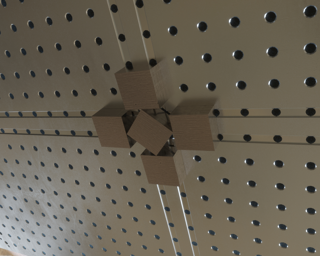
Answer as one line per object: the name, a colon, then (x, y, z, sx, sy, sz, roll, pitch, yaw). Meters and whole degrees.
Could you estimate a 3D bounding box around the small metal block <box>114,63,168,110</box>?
small metal block: (-0.023, -0.051, 0.390, 0.050, 0.025, 0.050, -1, 118, 28)

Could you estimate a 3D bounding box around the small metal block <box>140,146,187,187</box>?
small metal block: (0.006, 0.054, 0.440, 0.050, 0.025, 0.050, 0, 119, 27)

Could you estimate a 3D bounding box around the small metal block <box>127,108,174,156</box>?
small metal block: (-0.009, 0.001, 0.415, 0.050, 0.025, 0.050, 36, 129, 3)

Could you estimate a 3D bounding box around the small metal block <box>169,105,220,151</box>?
small metal block: (0.044, 0.000, 0.387, 0.050, 0.025, 0.050, 0, 119, 28)

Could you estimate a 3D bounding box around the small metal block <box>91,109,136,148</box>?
small metal block: (-0.063, 0.000, 0.443, 0.050, 0.025, 0.050, 1, 119, 27)
